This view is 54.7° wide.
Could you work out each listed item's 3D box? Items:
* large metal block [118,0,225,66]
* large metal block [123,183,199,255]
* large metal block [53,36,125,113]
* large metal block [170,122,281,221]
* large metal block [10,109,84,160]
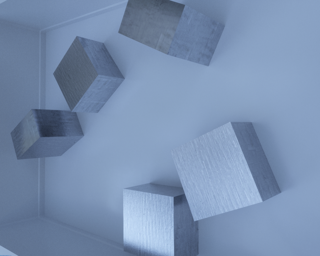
[{"bbox_3d":[0.014,-0.114,0.358,0.080,0.081,0.050,33,110,35],"label":"large metal block"},{"bbox_3d":[0.001,0.117,0.388,0.080,0.050,0.079,-1,90,39],"label":"large metal block"},{"bbox_3d":[-0.112,-0.080,0.480,0.080,0.050,0.080,-45,63,30],"label":"large metal block"},{"bbox_3d":[0.068,0.046,0.333,0.080,0.050,0.080,-29,72,36],"label":"large metal block"},{"bbox_3d":[-0.191,0.011,0.525,0.080,0.081,0.050,-35,69,34],"label":"large metal block"}]
